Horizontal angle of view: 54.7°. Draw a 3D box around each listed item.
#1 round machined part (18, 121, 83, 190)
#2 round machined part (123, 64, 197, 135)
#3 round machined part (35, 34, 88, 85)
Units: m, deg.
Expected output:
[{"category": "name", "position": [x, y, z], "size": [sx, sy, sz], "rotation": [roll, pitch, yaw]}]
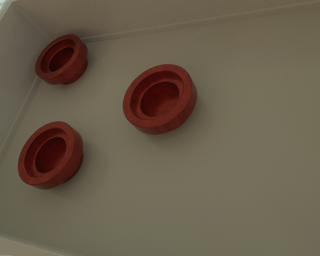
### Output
[{"category": "round machined part", "position": [-0.152, 0.043, 0.449], "size": [0.098, 0.042, 0.098], "rotation": [-13, 56, 21]}, {"category": "round machined part", "position": [0.003, -0.034, 0.414], "size": [0.098, 0.042, 0.098], "rotation": [-13, 56, 21]}, {"category": "round machined part", "position": [-0.170, -0.117, 0.557], "size": [0.098, 0.042, 0.098], "rotation": [-13, 56, 21]}]
